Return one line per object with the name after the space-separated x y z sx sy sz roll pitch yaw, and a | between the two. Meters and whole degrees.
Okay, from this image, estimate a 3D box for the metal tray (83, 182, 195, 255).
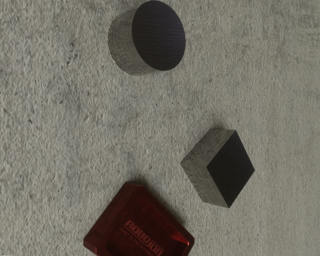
-0.019 0.141 0.385 0.130 0.030 0.090 51 60 -28 | metal tray

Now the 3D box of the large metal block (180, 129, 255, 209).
0.088 0.058 0.462 0.080 0.050 0.080 -45 117 -31 | large metal block

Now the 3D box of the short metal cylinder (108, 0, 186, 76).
-0.015 -0.106 0.375 0.081 0.050 0.080 0 90 -40 | short metal cylinder
